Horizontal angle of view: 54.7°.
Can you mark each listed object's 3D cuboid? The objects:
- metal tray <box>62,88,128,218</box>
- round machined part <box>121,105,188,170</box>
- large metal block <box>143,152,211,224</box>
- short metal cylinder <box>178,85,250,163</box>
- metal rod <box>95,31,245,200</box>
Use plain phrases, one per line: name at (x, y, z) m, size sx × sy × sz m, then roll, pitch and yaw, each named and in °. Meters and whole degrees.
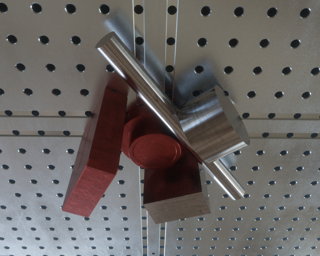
metal tray at (-0.074, 0.025, 0.364) m, size 0.030 × 0.130 × 0.089 m, roll 22°, pitch 127°, yaw -18°
round machined part at (-0.007, 0.019, 0.416) m, size 0.099 × 0.042 × 0.097 m, roll -1°, pitch 130°, yaw 0°
large metal block at (0.024, 0.083, 0.447) m, size 0.080 × 0.080 × 0.050 m, roll -15°, pitch 129°, yaw 12°
short metal cylinder at (0.065, -0.004, 0.371) m, size 0.050 × 0.080 × 0.080 m, roll -30°, pitch 124°, yaw 22°
metal rod at (0.031, 0.005, 0.389) m, size 0.025 × 0.025 × 0.300 m, roll -28°, pitch 125°, yaw 21°
